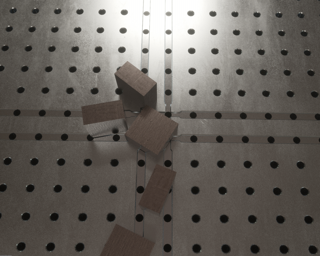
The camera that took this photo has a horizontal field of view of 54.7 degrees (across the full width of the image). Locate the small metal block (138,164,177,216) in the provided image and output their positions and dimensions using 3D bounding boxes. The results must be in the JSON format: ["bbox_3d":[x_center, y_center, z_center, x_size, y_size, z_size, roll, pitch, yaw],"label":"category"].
[{"bbox_3d":[-0.002,0.076,0.371,0.025,0.050,0.050,22,72,7],"label":"small metal block"}]

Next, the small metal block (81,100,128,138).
[{"bbox_3d":[-0.070,-0.011,0.402,0.050,0.050,0.025,-10,71,-4],"label":"small metal block"}]

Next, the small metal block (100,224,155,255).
[{"bbox_3d":[-0.039,0.146,0.358,0.050,0.025,0.050,24,72,8],"label":"small metal block"}]

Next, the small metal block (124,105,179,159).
[{"bbox_3d":[-0.011,0.006,0.410,0.050,0.025,0.050,31,73,10],"label":"small metal block"}]

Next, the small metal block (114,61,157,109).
[{"bbox_3d":[-0.031,-0.055,0.418,0.050,0.050,0.025,38,74,12],"label":"small metal block"}]
